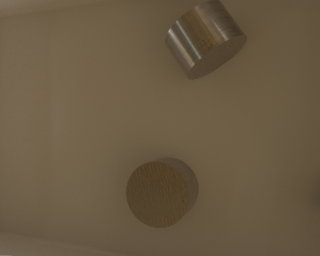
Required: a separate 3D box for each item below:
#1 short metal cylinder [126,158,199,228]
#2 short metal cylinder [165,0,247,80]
[{"bbox_3d":[0.004,0.080,0.396,0.080,0.050,0.080,0,90,20],"label":"short metal cylinder"},{"bbox_3d":[0.053,-0.101,0.362,0.080,0.080,0.050,-35,79,17],"label":"short metal cylinder"}]
